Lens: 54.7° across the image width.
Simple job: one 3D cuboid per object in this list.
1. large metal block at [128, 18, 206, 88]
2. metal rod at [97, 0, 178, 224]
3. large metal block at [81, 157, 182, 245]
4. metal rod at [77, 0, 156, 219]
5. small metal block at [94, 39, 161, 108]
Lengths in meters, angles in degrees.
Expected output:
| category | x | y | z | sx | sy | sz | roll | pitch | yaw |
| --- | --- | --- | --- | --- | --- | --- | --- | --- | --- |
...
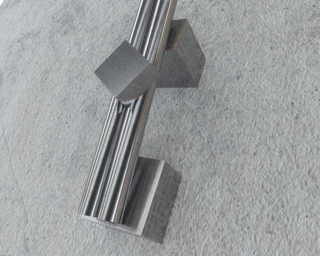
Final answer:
| category | x | y | z | sx | sy | sz | roll | pitch | yaw |
| --- | --- | --- | --- | --- | --- | --- | --- | --- | --- |
| large metal block | 0.008 | -0.098 | 0.426 | 0.080 | 0.080 | 0.050 | 3 | 64 | 30 |
| metal rod | -0.017 | -0.047 | 0.350 | 0.025 | 0.025 | 0.299 | 3 | 70 | 29 |
| large metal block | -0.031 | 0.078 | 0.356 | 0.080 | 0.050 | 0.080 | 5 | 64 | 30 |
| metal rod | -0.040 | -0.049 | 0.362 | 0.025 | 0.025 | 0.299 | 3 | 70 | 29 |
| small metal block | -0.036 | -0.059 | 0.335 | 0.050 | 0.025 | 0.050 | -45 | 56 | 4 |
